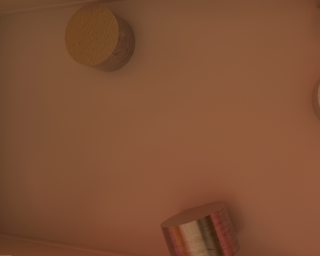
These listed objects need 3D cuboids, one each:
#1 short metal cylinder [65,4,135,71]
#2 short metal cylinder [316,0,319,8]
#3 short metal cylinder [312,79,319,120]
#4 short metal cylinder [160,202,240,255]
[{"bbox_3d":[-0.081,-0.121,0.425,0.080,0.050,0.079,0,90,19],"label":"short metal cylinder"},{"bbox_3d":[0.203,-0.140,0.304,0.080,0.080,0.050,14,113,19],"label":"short metal cylinder"},{"bbox_3d":[0.207,-0.033,0.325,0.080,0.050,0.079,0,90,19],"label":"short metal cylinder"},{"bbox_3d":[0.047,0.126,0.364,0.080,0.080,0.050,-21,83,18],"label":"short metal cylinder"}]
